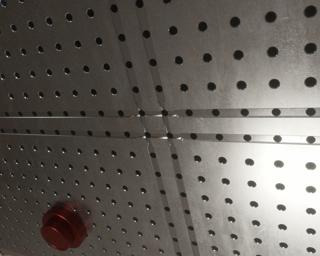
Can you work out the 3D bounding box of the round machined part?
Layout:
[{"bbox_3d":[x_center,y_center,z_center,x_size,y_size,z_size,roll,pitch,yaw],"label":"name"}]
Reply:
[{"bbox_3d":[-0.204,0.212,0.636,0.098,0.042,0.097,13,124,20],"label":"round machined part"}]
